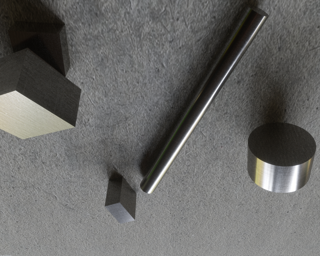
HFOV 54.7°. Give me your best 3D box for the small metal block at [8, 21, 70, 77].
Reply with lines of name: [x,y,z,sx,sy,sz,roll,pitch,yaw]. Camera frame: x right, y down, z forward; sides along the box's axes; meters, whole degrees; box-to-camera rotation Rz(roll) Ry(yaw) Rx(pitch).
small metal block: [-0.127,-0.085,0.333,0.050,0.025,0.050,3,130,-3]

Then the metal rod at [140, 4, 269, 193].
metal rod: [0.039,-0.013,0.396,0.025,0.025,0.298,18,128,-15]

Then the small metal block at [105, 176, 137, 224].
small metal block: [-0.060,0.113,0.486,0.025,0.050,0.050,-18,128,14]

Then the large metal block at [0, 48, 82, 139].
large metal block: [-0.147,-0.032,0.336,0.080,0.050,0.080,-12,151,24]

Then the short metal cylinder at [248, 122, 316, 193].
short metal cylinder: [0.156,0.037,0.405,0.080,0.080,0.050,-7,130,5]
